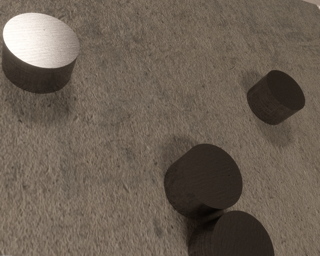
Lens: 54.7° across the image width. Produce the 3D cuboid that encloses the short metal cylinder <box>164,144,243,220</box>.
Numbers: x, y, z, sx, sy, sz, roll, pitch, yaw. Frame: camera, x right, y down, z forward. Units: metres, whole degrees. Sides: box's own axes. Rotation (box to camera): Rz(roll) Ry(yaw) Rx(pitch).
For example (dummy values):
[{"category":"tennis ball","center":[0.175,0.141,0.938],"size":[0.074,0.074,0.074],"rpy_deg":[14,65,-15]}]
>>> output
[{"category":"short metal cylinder","center":[0.052,0.066,0.378],"size":[0.081,0.050,0.080],"rpy_deg":[14,56,-21]}]

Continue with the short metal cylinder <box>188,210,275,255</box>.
[{"category":"short metal cylinder","center":[0.079,0.139,0.348],"size":[0.081,0.050,0.080],"rpy_deg":[14,56,-21]}]

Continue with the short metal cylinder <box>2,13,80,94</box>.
[{"category":"short metal cylinder","center":[-0.141,-0.088,0.366],"size":[0.081,0.050,0.080],"rpy_deg":[14,56,-21]}]

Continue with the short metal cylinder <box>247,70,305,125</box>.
[{"category":"short metal cylinder","center":[0.197,-0.052,0.528],"size":[0.081,0.050,0.080],"rpy_deg":[14,56,-21]}]
